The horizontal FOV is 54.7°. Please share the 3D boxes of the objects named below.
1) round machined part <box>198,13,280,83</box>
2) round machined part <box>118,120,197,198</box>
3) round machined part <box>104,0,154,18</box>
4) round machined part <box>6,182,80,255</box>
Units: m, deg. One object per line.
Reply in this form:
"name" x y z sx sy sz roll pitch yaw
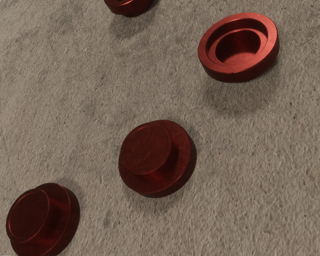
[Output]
"round machined part" 0.102 -0.097 0.398 0.098 0.042 0.098 -13 56 20
"round machined part" -0.009 0.032 0.377 0.098 0.042 0.098 -13 56 20
"round machined part" -0.050 -0.242 0.566 0.098 0.042 0.098 -13 56 20
"round machined part" -0.157 0.117 0.402 0.098 0.042 0.098 -13 56 20
